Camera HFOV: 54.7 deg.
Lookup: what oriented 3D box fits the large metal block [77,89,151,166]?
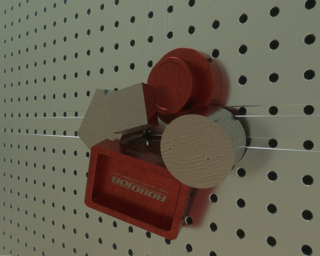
[{"bbox_3d":[-0.065,0.000,0.447,0.080,0.050,0.080,43,116,31],"label":"large metal block"}]

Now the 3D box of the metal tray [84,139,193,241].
[{"bbox_3d":[-0.028,0.075,0.392,0.130,0.030,0.089,17,109,16],"label":"metal tray"}]

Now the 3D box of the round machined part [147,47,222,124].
[{"bbox_3d":[0.022,-0.050,0.380,0.098,0.042,0.097,0,90,40],"label":"round machined part"}]

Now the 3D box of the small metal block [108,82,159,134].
[{"bbox_3d":[-0.033,-0.022,0.376,0.050,0.025,0.050,-14,78,28],"label":"small metal block"}]

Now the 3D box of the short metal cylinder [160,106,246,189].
[{"bbox_3d":[0.048,0.019,0.339,0.080,0.050,0.079,8,108,27],"label":"short metal cylinder"}]
